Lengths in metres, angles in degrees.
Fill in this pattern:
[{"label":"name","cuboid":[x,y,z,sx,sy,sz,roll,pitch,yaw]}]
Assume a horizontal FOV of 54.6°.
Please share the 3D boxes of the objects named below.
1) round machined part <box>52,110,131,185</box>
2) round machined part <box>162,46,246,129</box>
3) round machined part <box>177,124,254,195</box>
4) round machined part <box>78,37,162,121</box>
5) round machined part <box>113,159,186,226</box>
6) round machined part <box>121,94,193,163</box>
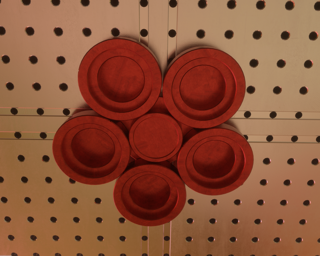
[{"label":"round machined part","cuboid":[-0.087,0.023,0.411,0.099,0.042,0.097,0,110,0]},{"label":"round machined part","cuboid":[0.052,-0.052,0.385,0.099,0.042,0.097,0,110,0]},{"label":"round machined part","cuboid":[0.071,0.038,0.419,0.099,0.042,0.097,0,110,0]},{"label":"round machined part","cuboid":[-0.047,-0.062,0.381,0.099,0.042,0.097,0,110,0]},{"label":"round machined part","cuboid":[-0.014,0.085,0.435,0.099,0.042,0.097,0,110,0]},{"label":"round machined part","cuboid":[-0.005,0.006,0.406,0.099,0.042,0.097,0,110,0]}]
